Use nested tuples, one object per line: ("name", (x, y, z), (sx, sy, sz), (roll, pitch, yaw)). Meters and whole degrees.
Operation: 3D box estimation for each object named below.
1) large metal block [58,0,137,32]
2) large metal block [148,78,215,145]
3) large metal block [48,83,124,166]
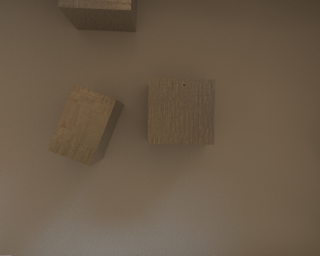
("large metal block", (-0.072, -0.157, 0.383), (0.081, 0.080, 0.050), (2, 90, -1))
("large metal block", (0.026, -0.020, 0.399), (0.081, 0.050, 0.079), (1, 90, -1))
("large metal block", (-0.087, -0.004, 0.383), (0.050, 0.080, 0.080), (21, 90, -1))
